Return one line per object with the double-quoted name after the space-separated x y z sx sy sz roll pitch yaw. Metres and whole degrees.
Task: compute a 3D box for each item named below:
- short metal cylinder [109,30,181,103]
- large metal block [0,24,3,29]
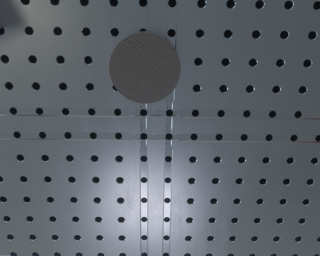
-0.017 -0.075 0.372 0.081 0.050 0.079 0 110 0 "short metal cylinder"
-0.239 -0.116 0.339 0.080 0.080 0.050 -21 109 7 "large metal block"
